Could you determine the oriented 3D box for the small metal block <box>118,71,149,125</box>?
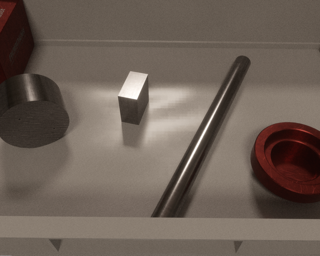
[{"bbox_3d":[-0.035,-0.041,0.423,0.025,0.050,0.050,11,51,9],"label":"small metal block"}]

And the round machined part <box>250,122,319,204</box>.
[{"bbox_3d":[0.155,0.043,0.360,0.099,0.042,0.098,0,50,0],"label":"round machined part"}]

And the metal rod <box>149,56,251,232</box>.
[{"bbox_3d":[0.066,-0.002,0.407,0.025,0.025,0.301,21,53,16],"label":"metal rod"}]

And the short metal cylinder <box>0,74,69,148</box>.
[{"bbox_3d":[-0.159,-0.020,0.384,0.081,0.080,0.050,-18,53,-15],"label":"short metal cylinder"}]

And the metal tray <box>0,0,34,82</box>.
[{"bbox_3d":[-0.228,-0.124,0.462,0.030,0.089,0.130,2,50,-4],"label":"metal tray"}]
